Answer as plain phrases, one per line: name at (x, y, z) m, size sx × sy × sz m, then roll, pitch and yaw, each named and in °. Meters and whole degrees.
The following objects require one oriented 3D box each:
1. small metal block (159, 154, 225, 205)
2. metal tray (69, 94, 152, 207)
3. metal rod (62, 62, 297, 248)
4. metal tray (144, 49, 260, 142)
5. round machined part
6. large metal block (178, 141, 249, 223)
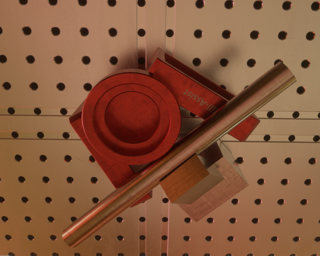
small metal block at (0.036, 0.057, 0.334) m, size 0.050 × 0.050 × 0.025 m, roll -41°, pitch 61°, yaw 13°
metal tray at (-0.054, 0.022, 0.386) m, size 0.030 × 0.090 × 0.130 m, roll -28°, pitch 108°, yaw 9°
metal rod at (0.009, 0.037, 0.331) m, size 0.300 × 0.025 × 0.025 m, roll -39°, pitch 106°, yaw 12°
metal tray at (0.045, -0.042, 0.363) m, size 0.131 × 0.090 × 0.030 m, roll 30°, pitch 108°, yaw -11°
round machined part at (-0.028, -0.014, 0.325) m, size 0.099 × 0.042 × 0.097 m, roll 0°, pitch 110°, yaw -1°
large metal block at (0.058, 0.061, 0.404) m, size 0.080 × 0.080 × 0.050 m, roll -39°, pitch 106°, yaw 13°
